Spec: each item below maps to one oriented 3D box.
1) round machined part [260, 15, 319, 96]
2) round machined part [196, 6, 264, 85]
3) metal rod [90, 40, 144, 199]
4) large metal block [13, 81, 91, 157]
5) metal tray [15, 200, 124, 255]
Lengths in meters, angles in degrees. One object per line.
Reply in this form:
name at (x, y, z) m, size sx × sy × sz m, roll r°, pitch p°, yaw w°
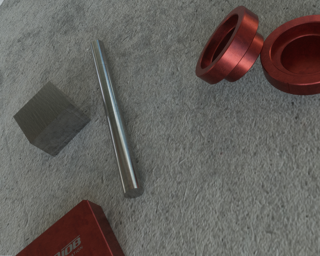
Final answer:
round machined part at (0.168, -0.077, 0.352) m, size 0.098 × 0.042 × 0.098 m, roll -13°, pitch 56°, yaw 21°
round machined part at (0.089, -0.096, 0.384) m, size 0.097 × 0.042 × 0.098 m, roll -55°, pitch 15°, yaw 24°
metal rod at (-0.071, -0.034, 0.462) m, size 0.025 × 0.025 × 0.299 m, roll -28°, pitch 52°, yaw 11°
large metal block at (-0.170, -0.015, 0.486) m, size 0.080 × 0.050 × 0.080 m, roll -47°, pitch 51°, yaw -5°
metal tray at (-0.112, 0.159, 0.362) m, size 0.130 × 0.030 × 0.090 m, roll -40°, pitch 51°, yaw 1°
